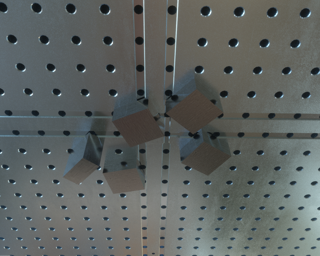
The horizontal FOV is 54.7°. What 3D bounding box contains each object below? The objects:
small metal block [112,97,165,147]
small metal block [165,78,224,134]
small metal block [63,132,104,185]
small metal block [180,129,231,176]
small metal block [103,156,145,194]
[{"bbox_3d":[-0.027,-0.007,0.405,0.050,0.025,0.050,-19,128,15],"label":"small metal block"},{"bbox_3d":[0.043,-0.026,0.390,0.050,0.025,0.050,36,121,-27],"label":"small metal block"},{"bbox_3d":[-0.105,0.042,0.430,0.025,0.050,0.050,34,122,-26],"label":"small metal block"},{"bbox_3d":[0.064,0.036,0.444,0.050,0.025,0.050,28,125,-22],"label":"small metal block"},{"bbox_3d":[-0.053,0.072,0.472,0.050,0.025,0.050,-10,130,7],"label":"small metal block"}]
